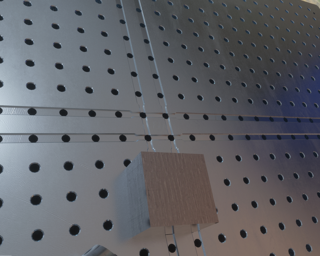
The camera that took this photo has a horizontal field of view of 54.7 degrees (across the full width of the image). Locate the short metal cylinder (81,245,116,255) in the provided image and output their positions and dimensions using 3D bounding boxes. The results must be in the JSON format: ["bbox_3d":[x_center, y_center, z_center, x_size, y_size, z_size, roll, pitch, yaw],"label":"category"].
[{"bbox_3d":[-0.052,0.146,0.256,0.050,0.080,0.080,-32,80,-38],"label":"short metal cylinder"}]

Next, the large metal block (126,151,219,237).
[{"bbox_3d":[0.011,0.075,0.352,0.081,0.050,0.080,5,60,-26],"label":"large metal block"}]
